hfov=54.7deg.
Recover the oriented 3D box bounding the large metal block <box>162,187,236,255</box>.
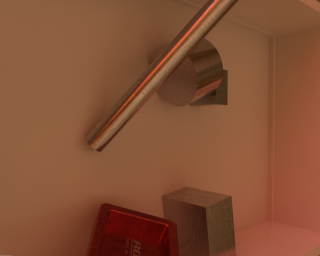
[{"bbox_3d":[0.051,0.130,0.416,0.050,0.080,0.079,-10,96,-40],"label":"large metal block"}]

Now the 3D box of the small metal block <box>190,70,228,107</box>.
[{"bbox_3d":[0.071,-0.058,0.452,0.025,0.050,0.050,0,90,-40],"label":"small metal block"}]

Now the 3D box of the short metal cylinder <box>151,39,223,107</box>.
[{"bbox_3d":[0.033,-0.073,0.401,0.050,0.080,0.080,-27,108,-37],"label":"short metal cylinder"}]

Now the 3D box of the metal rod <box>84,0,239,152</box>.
[{"bbox_3d":[0.026,-0.092,0.344,0.300,0.025,0.025,-48,123,1],"label":"metal rod"}]

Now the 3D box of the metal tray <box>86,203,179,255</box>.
[{"bbox_3d":[-0.027,0.136,0.303,0.091,0.130,0.030,18,113,-9],"label":"metal tray"}]
